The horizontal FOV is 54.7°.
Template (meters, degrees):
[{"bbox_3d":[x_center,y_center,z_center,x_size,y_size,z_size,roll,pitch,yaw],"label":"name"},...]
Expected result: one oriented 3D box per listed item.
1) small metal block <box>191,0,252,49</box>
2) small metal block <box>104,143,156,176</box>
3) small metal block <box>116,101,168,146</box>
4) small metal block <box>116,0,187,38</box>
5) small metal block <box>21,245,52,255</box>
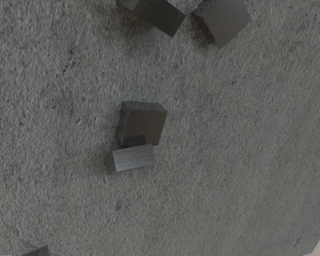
[{"bbox_3d":[0.073,-0.131,0.365,0.050,0.025,0.050,-43,130,1],"label":"small metal block"},{"bbox_3d":[-0.039,0.041,0.392,0.050,0.050,0.025,-10,80,-24],"label":"small metal block"},{"bbox_3d":[-0.024,-0.005,0.391,0.050,0.025,0.050,1,118,-29],"label":"small metal block"},{"bbox_3d":[-0.010,-0.120,0.311,0.050,0.050,0.025,23,106,-37],"label":"small metal block"},{"bbox_3d":[-0.175,0.200,0.435,0.050,0.025,0.050,-18,126,-18],"label":"small metal block"}]
